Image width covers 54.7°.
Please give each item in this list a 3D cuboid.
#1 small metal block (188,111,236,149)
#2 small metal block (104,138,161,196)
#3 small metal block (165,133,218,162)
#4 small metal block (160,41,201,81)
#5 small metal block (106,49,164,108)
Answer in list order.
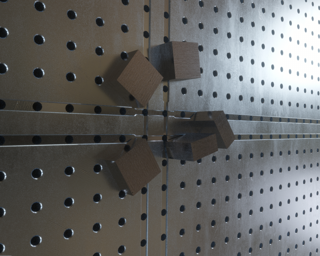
[{"bbox_3d":[0.077,0.002,0.460,0.025,0.050,0.050,-43,117,-32],"label":"small metal block"},{"bbox_3d":[-0.033,0.047,0.384,0.050,0.025,0.050,-37,113,-34],"label":"small metal block"},{"bbox_3d":[0.044,0.025,0.432,0.050,0.050,0.025,-17,102,-39],"label":"small metal block"},{"bbox_3d":[0.029,-0.094,0.436,0.050,0.025,0.050,-10,97,-40],"label":"small metal block"},{"bbox_3d":[-0.030,-0.060,0.385,0.050,0.025,0.050,45,63,-31],"label":"small metal block"}]
